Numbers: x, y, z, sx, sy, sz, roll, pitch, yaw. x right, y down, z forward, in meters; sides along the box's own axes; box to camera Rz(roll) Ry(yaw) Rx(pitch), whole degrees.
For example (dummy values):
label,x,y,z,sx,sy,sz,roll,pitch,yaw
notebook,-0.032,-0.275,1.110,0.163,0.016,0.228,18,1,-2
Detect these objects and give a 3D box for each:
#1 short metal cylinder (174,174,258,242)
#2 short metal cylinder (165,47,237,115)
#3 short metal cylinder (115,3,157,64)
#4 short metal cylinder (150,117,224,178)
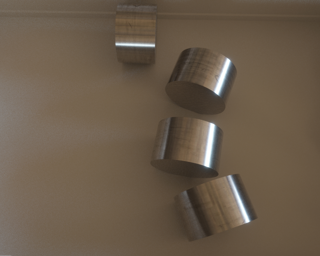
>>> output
label,x,y,z,sx,sy,sz,roll,pitch,yaw
short metal cylinder,0.062,0.090,0.349,0.081,0.080,0.050,-17,71,-7
short metal cylinder,0.053,-0.059,0.403,0.080,0.080,0.050,20,71,7
short metal cylinder,-0.030,-0.130,0.427,0.050,0.080,0.080,2,70,0
short metal cylinder,0.033,0.026,0.372,0.080,0.080,0.050,10,71,3
